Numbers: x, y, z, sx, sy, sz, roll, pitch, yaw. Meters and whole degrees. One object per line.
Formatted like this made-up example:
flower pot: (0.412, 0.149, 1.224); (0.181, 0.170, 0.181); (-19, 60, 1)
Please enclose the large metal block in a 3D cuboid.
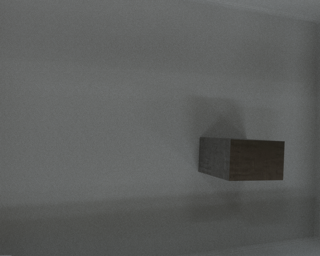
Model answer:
large metal block: (0.107, 0.040, 0.421); (0.081, 0.080, 0.050); (3, 89, -20)
